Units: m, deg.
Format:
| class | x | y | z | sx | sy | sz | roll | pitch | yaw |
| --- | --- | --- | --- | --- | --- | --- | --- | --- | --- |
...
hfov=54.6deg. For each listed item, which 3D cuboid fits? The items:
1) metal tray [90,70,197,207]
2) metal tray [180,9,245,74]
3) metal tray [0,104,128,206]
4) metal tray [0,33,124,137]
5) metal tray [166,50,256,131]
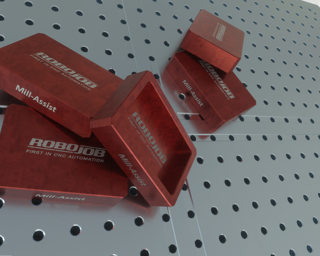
| class | x | y | z | sx | sy | sz | roll | pitch | yaw |
| --- | --- | --- | --- | --- | --- | --- | --- | --- | --- |
| metal tray | -0.010 | 0.014 | 0.346 | 0.130 | 0.030 | 0.090 | 58 | 42 | -29 |
| metal tray | 0.092 | -0.149 | 0.519 | 0.090 | 0.030 | 0.130 | 28 | 38 | -3 |
| metal tray | -0.101 | 0.030 | 0.332 | 0.131 | 0.030 | 0.090 | 11 | 57 | -22 |
| metal tray | -0.111 | -0.053 | 0.351 | 0.130 | 0.030 | 0.090 | 30 | 37 | 2 |
| metal tray | 0.082 | -0.069 | 0.490 | 0.091 | 0.030 | 0.130 | -26 | 76 | -37 |
